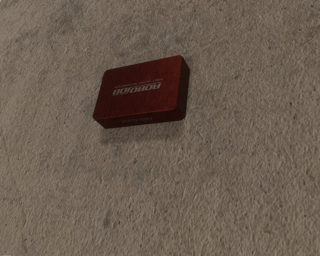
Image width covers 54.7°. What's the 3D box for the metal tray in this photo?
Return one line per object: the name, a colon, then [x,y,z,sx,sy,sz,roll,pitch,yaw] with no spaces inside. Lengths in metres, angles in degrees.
metal tray: [-0.026,-0.050,0.444,0.130,0.030,0.090,-6,59,24]
